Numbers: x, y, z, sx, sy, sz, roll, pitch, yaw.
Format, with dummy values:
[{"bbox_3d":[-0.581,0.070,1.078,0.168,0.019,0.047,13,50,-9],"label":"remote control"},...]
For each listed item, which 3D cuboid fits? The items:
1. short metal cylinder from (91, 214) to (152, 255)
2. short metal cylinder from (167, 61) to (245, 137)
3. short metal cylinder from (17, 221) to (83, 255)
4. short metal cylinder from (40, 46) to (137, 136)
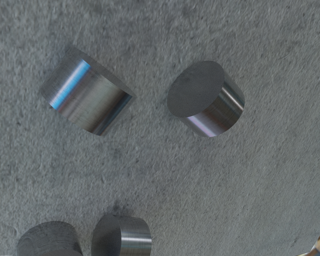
[{"bbox_3d":[-0.057,0.168,0.446,0.050,0.080,0.080,19,108,-36],"label":"short metal cylinder"},{"bbox_3d":[0.056,-0.035,0.382,0.080,0.080,0.050,-48,129,5],"label":"short metal cylinder"},{"bbox_3d":[-0.148,0.174,0.419,0.081,0.050,0.079,-14,125,-21],"label":"short metal cylinder"},{"bbox_3d":[-0.070,-0.036,0.311,0.080,0.080,0.050,34,99,-39],"label":"short metal cylinder"}]
